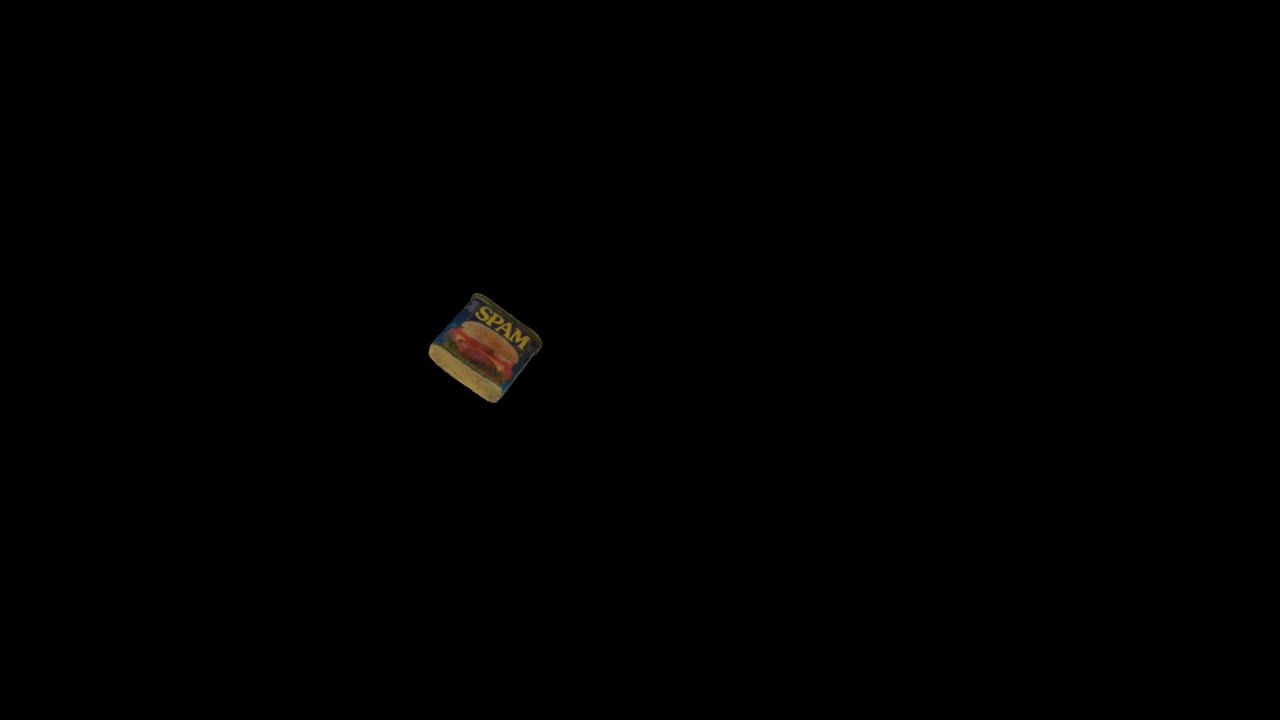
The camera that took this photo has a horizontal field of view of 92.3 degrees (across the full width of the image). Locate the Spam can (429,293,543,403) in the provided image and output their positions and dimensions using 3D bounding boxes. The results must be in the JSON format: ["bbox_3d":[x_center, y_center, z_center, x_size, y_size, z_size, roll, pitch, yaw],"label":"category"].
[{"bbox_3d":[-0.180,-0.013,0.716,0.101,0.085,0.058,36,-33,-6],"label":"Spam can"}]
